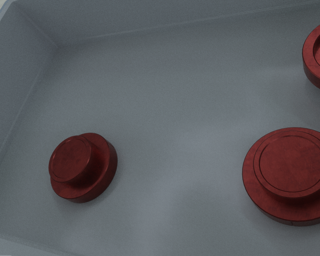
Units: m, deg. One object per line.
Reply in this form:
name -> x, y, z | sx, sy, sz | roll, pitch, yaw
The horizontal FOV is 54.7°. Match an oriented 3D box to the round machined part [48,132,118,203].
round machined part -> -0.111, 0.049, 0.423 | 0.098, 0.042, 0.098 | -13, 56, 21

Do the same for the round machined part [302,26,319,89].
round machined part -> 0.207, -0.073, 0.331 | 0.098, 0.042, 0.098 | -13, 56, 21

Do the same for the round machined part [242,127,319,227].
round machined part -> 0.129, 0.042, 0.301 | 0.098, 0.042, 0.098 | -13, 56, 21
